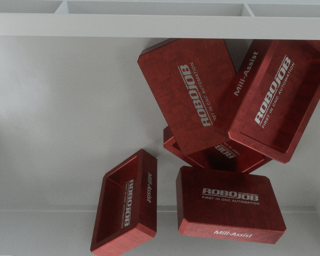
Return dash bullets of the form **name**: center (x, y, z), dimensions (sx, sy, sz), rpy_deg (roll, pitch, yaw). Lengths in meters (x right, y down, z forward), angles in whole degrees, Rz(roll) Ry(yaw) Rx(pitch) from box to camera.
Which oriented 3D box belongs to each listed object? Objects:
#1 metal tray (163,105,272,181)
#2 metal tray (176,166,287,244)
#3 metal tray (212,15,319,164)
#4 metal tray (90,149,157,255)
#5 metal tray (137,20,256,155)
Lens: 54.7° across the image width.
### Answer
- **metal tray**: center (0.080, 0.023, 0.425), dimensions (0.130, 0.030, 0.090), rpy_deg (35, 122, -26)
- **metal tray**: center (0.089, 0.100, 0.412), dimensions (0.131, 0.090, 0.030), rpy_deg (8, 130, -7)
- **metal tray**: center (0.122, -0.037, 0.325), dimensions (0.090, 0.030, 0.129), rpy_deg (24, 92, -25)
- **metal tray**: center (-0.046, 0.101, 0.425), dimensions (0.090, 0.130, 0.030), rpy_deg (-36, 122, 26)
- **metal tray**: center (0.043, -0.041, 0.348), dimensions (0.090, 0.030, 0.130), rpy_deg (-21, 112, 14)
